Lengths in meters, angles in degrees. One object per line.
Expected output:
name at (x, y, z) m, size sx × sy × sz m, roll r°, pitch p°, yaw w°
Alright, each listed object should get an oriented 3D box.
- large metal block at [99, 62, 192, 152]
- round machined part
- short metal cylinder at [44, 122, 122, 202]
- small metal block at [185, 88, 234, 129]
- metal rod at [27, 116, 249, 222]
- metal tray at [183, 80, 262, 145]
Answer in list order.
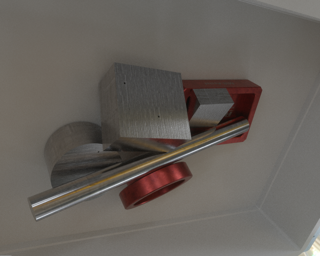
large metal block at (-0.018, -0.019, 0.341) m, size 0.081 × 0.080 × 0.050 m, roll 3°, pitch 159°, yaw -29°
round machined part at (-0.010, 0.068, 0.413) m, size 0.099 × 0.042 × 0.098 m, roll -25°, pitch 164°, yaw -8°
short metal cylinder at (-0.091, 0.039, 0.365) m, size 0.081 × 0.050 × 0.079 m, roll -14°, pitch 125°, yaw -21°
small metal block at (0.058, -0.025, 0.397) m, size 0.050 × 0.025 × 0.050 m, roll -5°, pitch 147°, yaw -26°
metal rod at (-0.001, 0.037, 0.377) m, size 0.302 × 0.025 × 0.025 m, roll -19°, pitch 127°, yaw -31°
metal tray at (0.073, -0.020, 0.432) m, size 0.131 × 0.030 × 0.089 m, roll -5°, pitch 121°, yaw -27°
